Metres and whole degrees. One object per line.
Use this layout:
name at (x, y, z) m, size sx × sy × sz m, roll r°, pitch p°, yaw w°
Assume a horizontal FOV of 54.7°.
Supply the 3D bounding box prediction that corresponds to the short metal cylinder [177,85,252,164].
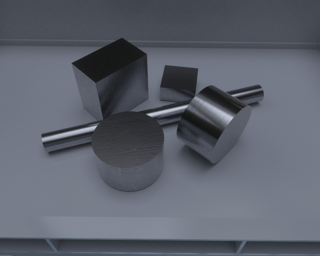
short metal cylinder at (0.065, -0.004, 0.372) m, size 0.050 × 0.080 × 0.080 m, roll 35°, pitch 58°, yaw 25°

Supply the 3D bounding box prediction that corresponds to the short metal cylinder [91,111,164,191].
short metal cylinder at (-0.036, 0.026, 0.364) m, size 0.081 × 0.050 × 0.080 m, roll 0°, pitch 50°, yaw 0°

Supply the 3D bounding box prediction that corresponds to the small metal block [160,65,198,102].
small metal block at (0.029, -0.065, 0.458) m, size 0.050 × 0.025 × 0.050 m, roll 7°, pitch 50°, yaw 5°

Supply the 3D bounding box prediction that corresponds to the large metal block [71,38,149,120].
large metal block at (-0.063, -0.062, 0.420) m, size 0.080 × 0.080 × 0.050 m, roll -36°, pitch 59°, yaw -26°

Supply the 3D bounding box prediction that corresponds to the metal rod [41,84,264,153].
metal rod at (0.000, -0.016, 0.417) m, size 0.302 × 0.025 × 0.025 m, roll -14°, pitch 52°, yaw -12°
